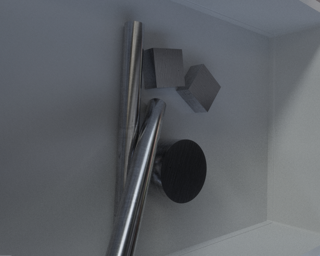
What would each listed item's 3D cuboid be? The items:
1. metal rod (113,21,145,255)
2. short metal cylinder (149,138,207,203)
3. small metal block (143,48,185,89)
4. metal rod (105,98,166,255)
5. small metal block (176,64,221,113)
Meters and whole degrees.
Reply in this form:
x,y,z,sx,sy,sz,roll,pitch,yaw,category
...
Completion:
x,y,z,sx,sy,sz,roll,pitch,yaw,category
-0.039,0.022,0.375,0.025,0.025,0.298,5,87,-40,metal rod
0.015,0.054,0.405,0.081,0.050,0.079,0,90,-40,short metal cylinder
0.005,-0.078,0.412,0.050,0.025,0.050,-9,96,-40,small metal block
-0.027,0.077,0.305,0.025,0.025,0.300,46,38,-31,metal rod
0.058,-0.058,0.457,0.050,0.025,0.050,45,63,-31,small metal block
